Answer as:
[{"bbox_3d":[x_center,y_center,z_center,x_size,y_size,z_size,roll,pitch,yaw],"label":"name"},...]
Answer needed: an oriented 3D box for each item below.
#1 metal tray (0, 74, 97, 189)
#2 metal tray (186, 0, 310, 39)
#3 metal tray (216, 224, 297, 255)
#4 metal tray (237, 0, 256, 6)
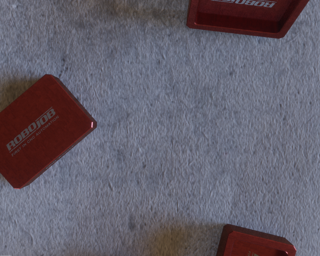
[{"bbox_3d":[-0.161,0.004,0.405,0.130,0.030,0.090,-41,91,-1],"label":"metal tray"},{"bbox_3d":[0.103,-0.154,0.376,0.131,0.090,0.030,6,70,-1],"label":"metal tray"},{"bbox_3d":[0.116,0.203,0.409,0.091,0.030,0.129,14,90,-1],"label":"metal tray"},{"bbox_3d":[0.148,-0.233,0.409,0.131,0.030,0.090,-26,90,-1],"label":"metal tray"}]
